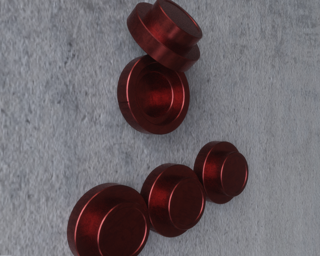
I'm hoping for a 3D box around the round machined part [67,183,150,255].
[{"bbox_3d":[-0.051,0.114,0.353,0.099,0.042,0.097,0,90,-40],"label":"round machined part"}]

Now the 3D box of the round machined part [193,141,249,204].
[{"bbox_3d":[0.101,0.069,0.481,0.099,0.042,0.097,0,90,-40],"label":"round machined part"}]

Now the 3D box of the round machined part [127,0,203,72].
[{"bbox_3d":[0.013,-0.118,0.374,0.098,0.042,0.098,29,37,-24],"label":"round machined part"}]

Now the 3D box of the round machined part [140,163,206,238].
[{"bbox_3d":[0.024,0.098,0.416,0.099,0.042,0.097,0,90,-40],"label":"round machined part"}]

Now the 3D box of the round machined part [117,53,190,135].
[{"bbox_3d":[-0.012,-0.041,0.385,0.099,0.042,0.097,0,90,-40],"label":"round machined part"}]
